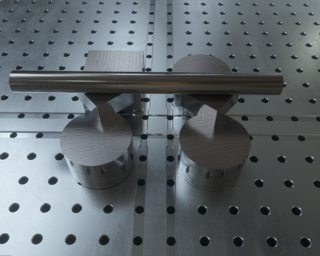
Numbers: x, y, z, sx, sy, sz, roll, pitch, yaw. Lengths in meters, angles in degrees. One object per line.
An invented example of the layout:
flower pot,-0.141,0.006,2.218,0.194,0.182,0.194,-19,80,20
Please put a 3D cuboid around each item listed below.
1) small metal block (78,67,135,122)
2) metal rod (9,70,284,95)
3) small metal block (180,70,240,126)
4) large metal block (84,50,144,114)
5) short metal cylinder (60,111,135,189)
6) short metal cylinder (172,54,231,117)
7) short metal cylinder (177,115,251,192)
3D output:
small metal block,-0.067,-0.042,0.378,0.050,0.025,0.050,-33,57,-25
metal rod,-0.015,-0.051,0.353,0.302,0.025,0.025,1,50,0
small metal block,0.061,-0.038,0.375,0.050,0.025,0.050,33,57,24
large metal block,-0.065,-0.067,0.446,0.080,0.050,0.080,1,50,1
short metal cylinder,-0.072,0.025,0.369,0.080,0.050,0.080,0,50,0
short metal cylinder,0.057,-0.061,0.443,0.080,0.050,0.080,0,50,0
short metal cylinder,0.062,0.028,0.368,0.080,0.050,0.080,0,50,0
